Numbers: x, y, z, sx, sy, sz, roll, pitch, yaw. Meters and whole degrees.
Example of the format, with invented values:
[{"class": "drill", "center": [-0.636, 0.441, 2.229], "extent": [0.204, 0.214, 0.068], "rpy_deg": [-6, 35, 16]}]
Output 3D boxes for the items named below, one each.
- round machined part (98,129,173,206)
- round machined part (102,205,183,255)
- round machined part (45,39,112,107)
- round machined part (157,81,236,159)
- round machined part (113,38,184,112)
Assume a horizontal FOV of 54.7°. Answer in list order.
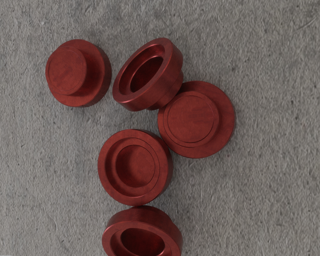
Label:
[{"class": "round machined part", "center": [-0.029, 0.050, 0.410], "extent": [0.098, 0.042, 0.097], "rpy_deg": [0, 90, 20]}, {"class": "round machined part", "center": [-0.019, 0.137, 0.392], "extent": [0.098, 0.042, 0.097], "rpy_deg": [5, 122, 9]}, {"class": "round machined part", "center": [-0.123, -0.079, 0.443], "extent": [0.098, 0.042, 0.097], "rpy_deg": [0, 90, 20]}, {"class": "round machined part", "center": [0.042, -0.011, 0.385], "extent": [0.098, 0.042, 0.097], "rpy_deg": [0, 90, 20]}, {"class": "round machined part", "center": [-0.010, -0.061, 0.386], "extent": [0.098, 0.042, 0.098], "rpy_deg": [-29, 41, 29]}]
